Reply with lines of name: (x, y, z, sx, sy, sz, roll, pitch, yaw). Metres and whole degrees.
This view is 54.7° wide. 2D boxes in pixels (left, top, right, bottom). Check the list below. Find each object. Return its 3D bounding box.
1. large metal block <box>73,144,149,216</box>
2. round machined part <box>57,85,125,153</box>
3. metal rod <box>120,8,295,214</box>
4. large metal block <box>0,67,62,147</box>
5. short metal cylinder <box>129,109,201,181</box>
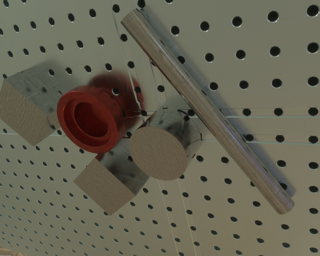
large metal block: (-0.075, 0.079, 0.483, 0.080, 0.050, 0.080, 44, 129, -3)
round machined part: (-0.092, -0.016, 0.439, 0.098, 0.042, 0.097, 13, 125, 20)
metal rod: (0.061, -0.014, 0.370, 0.025, 0.025, 0.300, -35, 99, 38)
large metal block: (-0.199, -0.032, 0.480, 0.080, 0.050, 0.080, 40, 129, 0)
short metal cylinder: (0.007, 0.021, 0.405, 0.080, 0.050, 0.079, 13, 124, 21)
